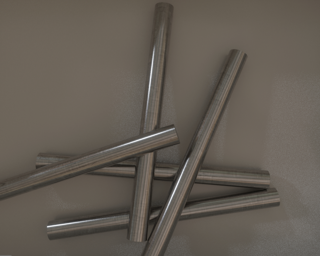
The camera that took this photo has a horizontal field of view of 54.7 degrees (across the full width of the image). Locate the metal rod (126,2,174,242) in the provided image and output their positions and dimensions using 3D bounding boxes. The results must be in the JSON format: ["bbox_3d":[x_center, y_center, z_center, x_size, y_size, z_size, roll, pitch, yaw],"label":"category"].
[{"bbox_3d":[-0.011,-0.013,0.393,0.025,0.025,0.298,7,84,-1],"label":"metal rod"}]

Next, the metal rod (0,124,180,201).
[{"bbox_3d":[-0.122,0.053,0.383,0.301,0.025,0.025,-18,90,5],"label":"metal rod"}]

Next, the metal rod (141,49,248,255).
[{"bbox_3d":[0.043,0.037,0.391,0.025,0.025,0.299,24,82,-1],"label":"metal rod"}]

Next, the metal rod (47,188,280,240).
[{"bbox_3d":[0.005,0.113,0.410,0.302,0.025,0.025,-8,90,-1],"label":"metal rod"}]

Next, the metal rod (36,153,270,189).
[{"bbox_3d":[-0.008,0.057,0.410,0.302,0.025,0.025,5,90,-1],"label":"metal rod"}]
